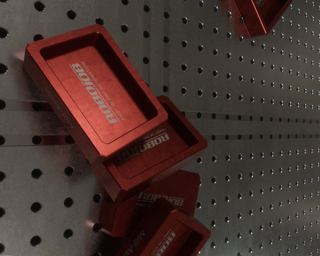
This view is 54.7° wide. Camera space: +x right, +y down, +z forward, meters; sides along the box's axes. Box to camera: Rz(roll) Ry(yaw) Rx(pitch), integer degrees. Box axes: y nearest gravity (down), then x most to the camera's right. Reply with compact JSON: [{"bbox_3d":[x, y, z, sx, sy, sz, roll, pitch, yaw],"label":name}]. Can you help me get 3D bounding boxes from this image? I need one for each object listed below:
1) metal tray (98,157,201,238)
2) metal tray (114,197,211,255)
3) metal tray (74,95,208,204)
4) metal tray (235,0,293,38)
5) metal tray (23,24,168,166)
[{"bbox_3d":[-0.008,0.093,0.402,0.131,0.030,0.090,18,79,-39],"label":"metal tray"},{"bbox_3d":[-0.006,0.157,0.372,0.130,0.030,0.090,-53,129,-6],"label":"metal tray"},{"bbox_3d":[-0.019,0.017,0.358,0.131,0.030,0.090,-24,65,-38],"label":"metal tray"},{"bbox_3d":[0.193,-0.240,0.570,0.130,0.030,0.090,-50,120,-28],"label":"metal tray"},{"bbox_3d":[-0.064,-0.038,0.318,0.091,0.030,0.130,-32,84,-36],"label":"metal tray"}]
